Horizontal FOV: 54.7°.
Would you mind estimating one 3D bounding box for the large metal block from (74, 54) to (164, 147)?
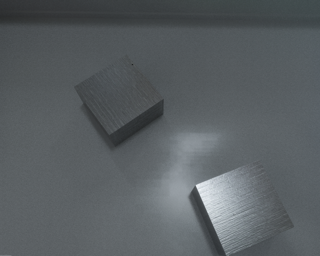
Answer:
[{"bbox_3d":[-0.052,-0.036,0.409,0.080,0.050,0.080,-35,74,-12],"label":"large metal block"}]

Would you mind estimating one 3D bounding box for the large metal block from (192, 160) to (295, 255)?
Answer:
[{"bbox_3d":[0.092,0.093,0.363,0.080,0.050,0.080,-20,71,-7],"label":"large metal block"}]
